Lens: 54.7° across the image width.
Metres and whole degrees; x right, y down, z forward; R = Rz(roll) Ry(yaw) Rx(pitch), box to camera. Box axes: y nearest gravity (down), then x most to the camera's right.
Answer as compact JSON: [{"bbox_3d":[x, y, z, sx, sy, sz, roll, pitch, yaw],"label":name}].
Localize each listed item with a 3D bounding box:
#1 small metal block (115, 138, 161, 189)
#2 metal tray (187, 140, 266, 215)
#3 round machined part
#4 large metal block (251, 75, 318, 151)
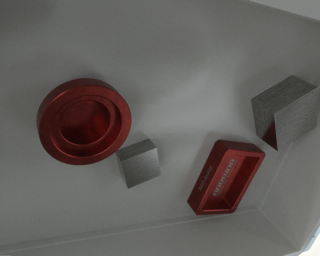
[{"bbox_3d":[-0.029,0.049,0.424,0.050,0.025,0.050,-20,127,-17],"label":"small metal block"},{"bbox_3d":[0.111,0.086,0.521,0.091,0.030,0.129,8,115,-32],"label":"metal tray"},{"bbox_3d":[-0.085,-0.010,0.346,0.099,0.042,0.097,-14,125,-21],"label":"round machined part"},{"bbox_3d":[0.197,-0.023,0.489,0.080,0.050,0.080,-30,129,-10],"label":"large metal block"}]
